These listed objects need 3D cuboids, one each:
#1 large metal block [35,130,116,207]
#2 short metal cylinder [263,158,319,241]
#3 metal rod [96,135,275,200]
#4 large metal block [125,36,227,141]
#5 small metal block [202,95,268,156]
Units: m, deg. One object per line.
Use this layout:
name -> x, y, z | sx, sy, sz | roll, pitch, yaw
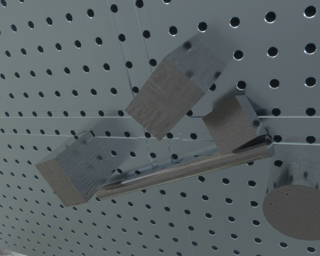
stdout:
large metal block -> -0.128, 0.062, 0.479 | 0.050, 0.080, 0.080 | -19, 108, 35
short metal cylinder -> 0.165, 0.082, 0.359 | 0.080, 0.050, 0.079 | 13, 124, 20
metal rod -> 0.013, 0.066, 0.443 | 0.299, 0.025, 0.025 | -22, 107, 35
large metal block -> 0.018, -0.044, 0.338 | 0.050, 0.080, 0.080 | 42, 129, -1
small metal block -> 0.084, -0.003, 0.352 | 0.050, 0.025, 0.050 | -37, 72, 38
